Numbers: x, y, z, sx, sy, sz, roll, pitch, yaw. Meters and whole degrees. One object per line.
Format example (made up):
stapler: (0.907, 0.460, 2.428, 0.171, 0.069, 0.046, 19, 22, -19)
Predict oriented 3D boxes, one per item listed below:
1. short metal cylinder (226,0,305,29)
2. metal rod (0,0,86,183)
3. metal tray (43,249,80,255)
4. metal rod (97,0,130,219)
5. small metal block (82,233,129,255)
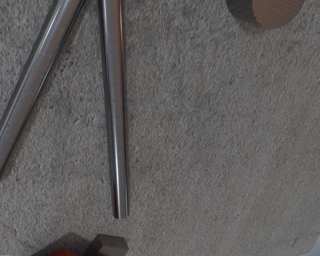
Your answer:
short metal cylinder: (0.124, -0.162, 0.360, 0.081, 0.050, 0.079, -14, 125, -21)
metal rod: (-0.115, -0.067, 0.303, 0.025, 0.025, 0.298, 20, 108, -36)
metal tray: (-0.130, 0.221, 0.447, 0.090, 0.030, 0.130, -25, 133, 19)
metal rod: (-0.053, -0.003, 0.377, 0.025, 0.025, 0.298, -12, 124, -22)
small metal block: (-0.085, 0.195, 0.483, 0.050, 0.025, 0.050, 26, 104, -38)
